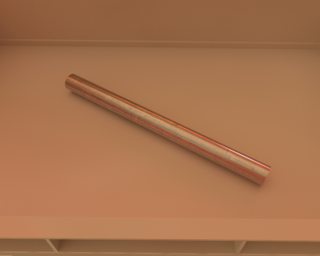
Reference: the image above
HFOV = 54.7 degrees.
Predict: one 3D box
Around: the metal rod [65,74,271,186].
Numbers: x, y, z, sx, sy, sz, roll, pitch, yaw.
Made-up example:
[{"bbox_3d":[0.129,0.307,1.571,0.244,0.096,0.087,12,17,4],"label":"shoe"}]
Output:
[{"bbox_3d":[-0.004,-0.007,0.408,0.301,0.025,0.025,26,55,20],"label":"metal rod"}]
